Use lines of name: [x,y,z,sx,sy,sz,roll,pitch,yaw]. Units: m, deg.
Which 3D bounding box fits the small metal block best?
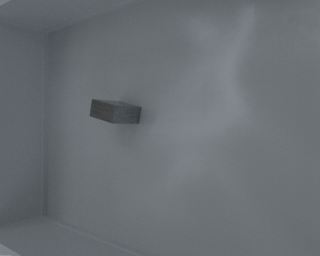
small metal block: [-0.063,-0.024,0.444,0.050,0.050,0.025,17,101,39]
